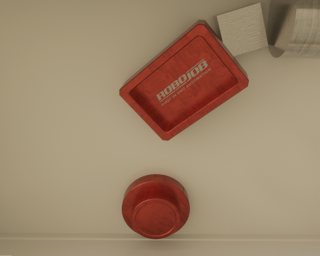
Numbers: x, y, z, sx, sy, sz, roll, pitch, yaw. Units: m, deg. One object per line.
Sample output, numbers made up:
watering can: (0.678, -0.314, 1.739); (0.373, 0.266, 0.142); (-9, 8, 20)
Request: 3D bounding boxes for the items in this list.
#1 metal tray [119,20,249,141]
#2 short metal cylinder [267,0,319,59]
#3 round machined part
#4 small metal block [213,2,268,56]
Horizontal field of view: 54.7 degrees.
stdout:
metal tray: (0.027, -0.053, 0.375); (0.130, 0.030, 0.090); (-36, 107, 24)
short metal cylinder: (0.157, -0.117, 0.341); (0.050, 0.080, 0.079); (1, 110, -1)
round machined part: (-0.006, 0.120, 0.446); (0.099, 0.042, 0.097); (0, 110, -1)
small metal block: (0.096, -0.116, 0.370); (0.050, 0.025, 0.050); (-16, 110, 5)
